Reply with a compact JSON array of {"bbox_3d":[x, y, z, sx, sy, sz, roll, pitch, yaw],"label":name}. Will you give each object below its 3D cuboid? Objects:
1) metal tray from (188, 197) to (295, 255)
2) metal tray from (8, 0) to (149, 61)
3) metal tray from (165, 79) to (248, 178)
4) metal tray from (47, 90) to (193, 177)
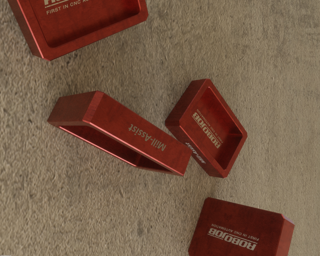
[{"bbox_3d":[0.107,0.153,0.426,0.030,0.130,0.090,35,69,-35],"label":"metal tray"},{"bbox_3d":[-0.079,-0.133,0.309,0.131,0.030,0.089,-33,127,-27],"label":"metal tray"},{"bbox_3d":[0.074,0.002,0.462,0.130,0.030,0.090,48,61,-29],"label":"metal tray"},{"bbox_3d":[-0.040,0.010,0.328,0.130,0.090,0.030,33,70,-35],"label":"metal tray"}]
